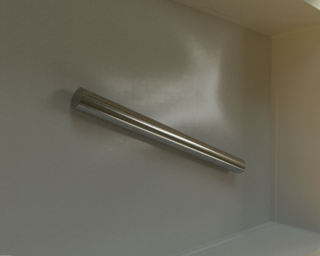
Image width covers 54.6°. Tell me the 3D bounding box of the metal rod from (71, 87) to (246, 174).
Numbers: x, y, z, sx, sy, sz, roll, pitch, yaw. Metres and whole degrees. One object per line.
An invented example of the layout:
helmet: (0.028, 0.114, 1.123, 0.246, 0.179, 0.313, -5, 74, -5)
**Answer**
metal rod: (0.021, 0.016, 0.421, 0.302, 0.025, 0.025, 23, 75, -37)
